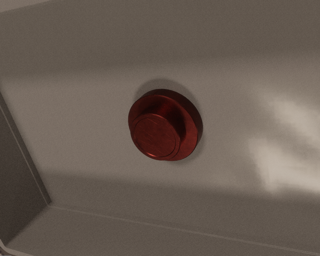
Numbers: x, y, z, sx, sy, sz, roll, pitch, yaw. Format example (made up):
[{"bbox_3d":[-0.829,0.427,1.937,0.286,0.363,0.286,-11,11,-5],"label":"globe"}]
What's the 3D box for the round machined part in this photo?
[{"bbox_3d":[0.002,0.003,0.397,0.098,0.042,0.097,13,124,20],"label":"round machined part"}]
